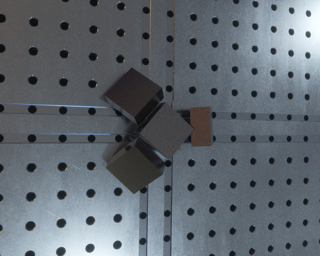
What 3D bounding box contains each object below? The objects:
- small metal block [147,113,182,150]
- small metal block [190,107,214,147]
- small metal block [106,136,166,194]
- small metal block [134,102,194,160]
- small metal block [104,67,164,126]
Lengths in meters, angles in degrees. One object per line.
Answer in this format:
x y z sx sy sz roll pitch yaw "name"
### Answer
0.000 0.004 0.412 0.050 0.025 0.050 2 92 -20 "small metal block"
0.057 -0.002 0.417 0.025 0.050 0.050 -2 91 13 "small metal block"
-0.030 0.047 0.388 0.050 0.025 0.050 -38 105 22 "small metal block"
0.005 0.004 0.387 0.050 0.025 0.050 43 76 -16 "small metal block"
-0.031 -0.040 0.388 0.050 0.025 0.050 36 75 20 "small metal block"
